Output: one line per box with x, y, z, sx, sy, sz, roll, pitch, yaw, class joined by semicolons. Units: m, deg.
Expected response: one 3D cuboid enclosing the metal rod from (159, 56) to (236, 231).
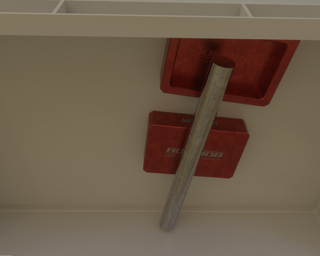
0.038;0.045;0.407;0.025;0.025;0.298;8;130;-7;metal rod

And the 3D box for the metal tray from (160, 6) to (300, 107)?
0.071;-0.075;0.342;0.131;0.030;0.089;7;130;-7;metal tray

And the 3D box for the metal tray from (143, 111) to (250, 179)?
0.046;0.026;0.429;0.131;0.030;0.089;5;130;-5;metal tray
